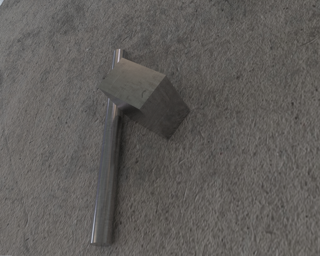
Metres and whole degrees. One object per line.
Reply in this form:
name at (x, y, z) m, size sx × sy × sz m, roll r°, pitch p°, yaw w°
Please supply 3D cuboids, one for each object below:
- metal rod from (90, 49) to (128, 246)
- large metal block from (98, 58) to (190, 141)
metal rod at (-0.067, 0.006, 0.434) m, size 0.025 × 0.025 × 0.299 m, roll -13°, pitch 56°, yaw 21°
large metal block at (-0.019, -0.037, 0.401) m, size 0.080 × 0.080 × 0.050 m, roll 29°, pitch 78°, yaw 37°
